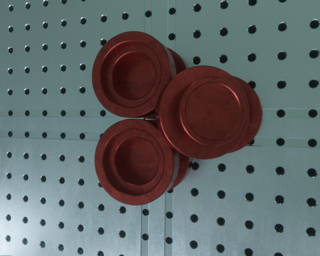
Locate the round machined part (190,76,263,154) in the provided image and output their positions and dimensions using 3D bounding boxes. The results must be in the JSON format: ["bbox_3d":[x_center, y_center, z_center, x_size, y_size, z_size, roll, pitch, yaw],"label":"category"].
[{"bbox_3d":[0.073,-0.017,0.378,0.098,0.042,0.097,0,90,20],"label":"round machined part"}]

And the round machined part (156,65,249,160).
[{"bbox_3d":[0.048,-0.016,0.319,0.099,0.042,0.097,0,89,-12],"label":"round machined part"}]

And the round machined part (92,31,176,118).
[{"bbox_3d":[-0.027,-0.060,0.368,0.098,0.042,0.097,0,90,20],"label":"round machined part"}]

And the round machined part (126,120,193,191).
[{"bbox_3d":[-0.010,0.038,0.408,0.098,0.042,0.097,0,90,20],"label":"round machined part"}]

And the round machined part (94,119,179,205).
[{"bbox_3d":[-0.024,0.038,0.367,0.098,0.042,0.097,0,90,20],"label":"round machined part"}]

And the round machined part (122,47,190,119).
[{"bbox_3d":[-0.011,-0.061,0.409,0.098,0.042,0.097,0,90,20],"label":"round machined part"}]
